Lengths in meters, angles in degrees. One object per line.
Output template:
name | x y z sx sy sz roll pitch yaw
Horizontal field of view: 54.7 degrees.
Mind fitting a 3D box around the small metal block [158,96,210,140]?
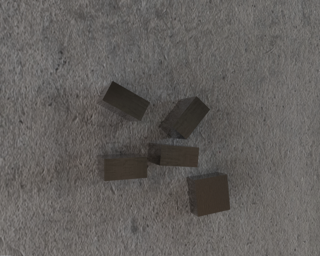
small metal block | 0.031 -0.013 0.407 0.025 0.050 0.050 43 77 -15

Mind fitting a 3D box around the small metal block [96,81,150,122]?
small metal block | -0.047 -0.031 0.378 0.050 0.050 0.025 29 81 -18

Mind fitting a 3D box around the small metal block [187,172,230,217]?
small metal block | 0.068 0.092 0.434 0.050 0.025 0.050 -6 92 -20

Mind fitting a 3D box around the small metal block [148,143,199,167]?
small metal block | 0.016 0.034 0.402 0.050 0.050 0.025 5 88 -20

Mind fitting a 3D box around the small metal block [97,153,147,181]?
small metal block | -0.047 0.046 0.378 0.050 0.050 0.025 -1 91 -20
